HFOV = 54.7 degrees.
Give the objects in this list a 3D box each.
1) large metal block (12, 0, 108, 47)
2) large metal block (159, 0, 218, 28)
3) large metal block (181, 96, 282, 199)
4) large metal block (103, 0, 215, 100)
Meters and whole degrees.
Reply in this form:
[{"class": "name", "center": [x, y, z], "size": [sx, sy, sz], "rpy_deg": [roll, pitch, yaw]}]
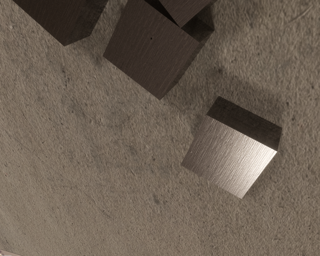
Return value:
[{"class": "large metal block", "center": [-0.108, -0.155, 0.350], "size": [0.080, 0.050, 0.080], "rpy_deg": [42, 129, -1]}, {"class": "large metal block", "center": [0.031, -0.153, 0.279], "size": [0.080, 0.050, 0.080], "rpy_deg": [-33, 100, 38]}, {"class": "large metal block", "center": [0.082, 0.022, 0.361], "size": [0.080, 0.050, 0.079], "rpy_deg": [29, 128, 9]}, {"class": "large metal block", "center": [-0.003, -0.091, 0.334], "size": [0.080, 0.050, 0.080], "rpy_deg": [38, 129, 2]}]
